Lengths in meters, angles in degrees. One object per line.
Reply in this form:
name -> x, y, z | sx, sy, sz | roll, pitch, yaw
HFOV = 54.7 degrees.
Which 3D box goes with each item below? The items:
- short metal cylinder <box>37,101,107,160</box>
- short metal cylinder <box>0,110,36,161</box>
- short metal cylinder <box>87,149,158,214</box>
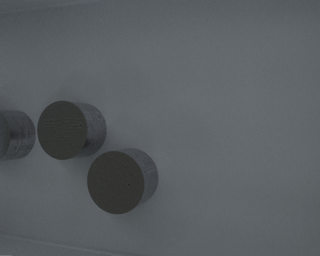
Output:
short metal cylinder -> -0.124, 0.003, 0.439 | 0.080, 0.050, 0.079 | 0, 90, 19
short metal cylinder -> -0.244, 0.011, 0.481 | 0.080, 0.050, 0.079 | 0, 90, 19
short metal cylinder -> -0.048, 0.069, 0.413 | 0.080, 0.050, 0.079 | 0, 90, 19
